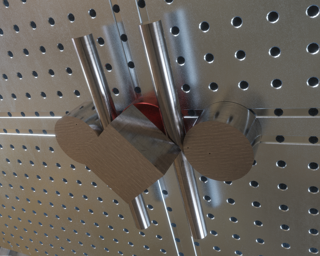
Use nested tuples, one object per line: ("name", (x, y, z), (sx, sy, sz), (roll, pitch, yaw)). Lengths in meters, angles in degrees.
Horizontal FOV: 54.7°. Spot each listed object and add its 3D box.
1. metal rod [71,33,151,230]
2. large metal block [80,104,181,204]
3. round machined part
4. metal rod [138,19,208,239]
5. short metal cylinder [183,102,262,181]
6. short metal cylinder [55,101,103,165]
("metal rod", (-0.060, 0.022, 0.429), (0.025, 0.025, 0.298), (0, 119, 28))
("large metal block", (-0.036, 0.032, 0.373), (0.080, 0.050, 0.080), (44, 129, -2))
("round machined part", (-0.014, 0.011, 0.415), (0.098, 0.042, 0.097), (13, 124, 21))
("metal rod", (0.023, 0.021, 0.385), (0.025, 0.025, 0.298), (0, 119, 28))
("short metal cylinder", (0.074, 0.016, 0.365), (0.080, 0.050, 0.079), (13, 124, 21))
("short metal cylinder", (-0.105, 0.007, 0.455), (0.080, 0.050, 0.079), (13, 124, 21))
